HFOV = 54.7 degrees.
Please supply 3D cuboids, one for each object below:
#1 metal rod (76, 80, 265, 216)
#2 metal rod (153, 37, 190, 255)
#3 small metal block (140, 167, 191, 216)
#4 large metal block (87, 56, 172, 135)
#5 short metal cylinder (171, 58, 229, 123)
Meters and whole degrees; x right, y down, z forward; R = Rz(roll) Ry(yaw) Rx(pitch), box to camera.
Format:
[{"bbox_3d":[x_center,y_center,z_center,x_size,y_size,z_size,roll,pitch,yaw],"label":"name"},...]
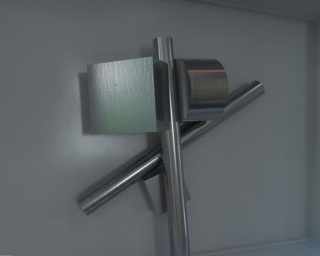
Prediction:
[{"bbox_3d":[0.027,0.018,0.419,0.302,0.025,0.025,-33,101,-17],"label":"metal rod"},{"bbox_3d":[0.016,0.038,0.388,0.025,0.025,0.298,-5,91,-20],"label":"metal rod"},{"bbox_3d":[0.007,0.081,0.413,0.050,0.025,0.050,-23,98,-19],"label":"small metal block"},{"bbox_3d":[-0.035,-0.035,0.363,0.080,0.050,0.079,-3,91,20],"label":"large metal block"},{"bbox_3d":[0.044,-0.048,0.396,0.050,0.080,0.079,-5,92,-22],"label":"short metal cylinder"}]
